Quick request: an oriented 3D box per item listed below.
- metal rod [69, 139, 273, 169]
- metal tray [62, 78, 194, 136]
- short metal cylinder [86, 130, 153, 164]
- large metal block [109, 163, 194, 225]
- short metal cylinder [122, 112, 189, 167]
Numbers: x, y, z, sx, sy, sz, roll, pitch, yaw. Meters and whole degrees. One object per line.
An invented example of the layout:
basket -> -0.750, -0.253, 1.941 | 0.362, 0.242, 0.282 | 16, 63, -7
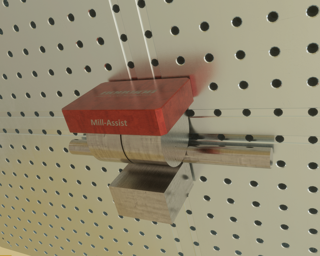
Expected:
metal rod -> -0.004, 0.033, 0.428 | 0.300, 0.025, 0.025 | 1, 119, 27
metal tray -> -0.037, -0.027, 0.367 | 0.130, 0.090, 0.030 | 1, 119, 27
short metal cylinder -> -0.049, 0.005, 0.401 | 0.050, 0.080, 0.080 | 1, 119, 28
large metal block -> -0.009, 0.079, 0.423 | 0.080, 0.080, 0.050 | 1, 119, 28
short metal cylinder -> -0.003, 0.006, 0.377 | 0.050, 0.080, 0.079 | 2, 119, 27
